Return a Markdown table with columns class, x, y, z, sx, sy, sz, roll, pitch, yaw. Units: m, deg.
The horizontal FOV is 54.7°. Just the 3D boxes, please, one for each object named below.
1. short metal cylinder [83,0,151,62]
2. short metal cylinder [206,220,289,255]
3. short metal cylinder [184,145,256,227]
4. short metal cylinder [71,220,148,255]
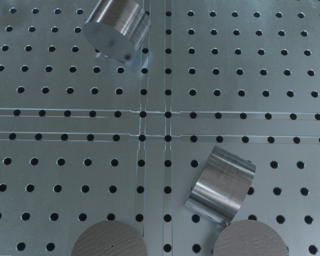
| class | x | y | z | sx | sy | sz | roll | pitch | yaw |
| --- | --- | --- | --- | --- | --- | --- | --- | --- | --- |
| short metal cylinder | -0.059 | -0.138 | 0.432 | 0.080 | 0.080 | 0.050 | 22 | 72 | 7 |
| short metal cylinder | 0.095 | 0.145 | 0.346 | 0.081 | 0.050 | 0.080 | 0 | 70 | -1 |
| short metal cylinder | 0.069 | 0.066 | 0.359 | 0.050 | 0.080 | 0.080 | 27 | 72 | 9 |
| short metal cylinder | -0.053 | 0.146 | 0.345 | 0.081 | 0.050 | 0.080 | 0 | 70 | 0 |
